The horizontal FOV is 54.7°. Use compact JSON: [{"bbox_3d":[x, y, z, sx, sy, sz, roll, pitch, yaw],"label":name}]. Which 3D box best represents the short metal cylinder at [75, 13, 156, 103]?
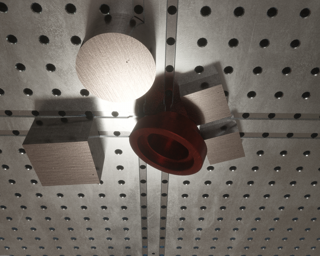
[{"bbox_3d":[-0.044,-0.074,0.331,0.081,0.050,0.079,0,130,0],"label":"short metal cylinder"}]

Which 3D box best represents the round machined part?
[{"bbox_3d":[0.014,0.016,0.399,0.098,0.042,0.097,17,145,13],"label":"round machined part"}]

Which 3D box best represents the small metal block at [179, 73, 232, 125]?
[{"bbox_3d":[0.056,-0.034,0.384,0.050,0.025,0.050,-17,129,13],"label":"small metal block"}]

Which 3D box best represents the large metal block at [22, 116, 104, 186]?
[{"bbox_3d":[-0.126,0.032,0.421,0.080,0.050,0.079,-3,130,2],"label":"large metal block"}]

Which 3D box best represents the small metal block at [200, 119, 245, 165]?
[{"bbox_3d":[0.087,0.020,0.431,0.050,0.025,0.050,-15,129,12],"label":"small metal block"}]
